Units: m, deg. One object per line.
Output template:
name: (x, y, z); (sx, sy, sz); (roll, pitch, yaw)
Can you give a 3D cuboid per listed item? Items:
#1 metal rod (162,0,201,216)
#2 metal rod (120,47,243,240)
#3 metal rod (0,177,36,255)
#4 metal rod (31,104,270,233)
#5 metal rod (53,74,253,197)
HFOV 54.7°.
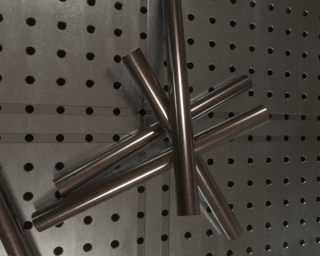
metal rod: (0.022, -0.049, 0.373); (0.025, 0.025, 0.299); (4, 70, -20)
metal rod: (0.038, 0.034, 0.406); (0.025, 0.025, 0.299); (-37, 110, -16)
metal rod: (-0.169, 0.117, 0.350); (0.025, 0.025, 0.298); (-23, 98, -19)
metal rod: (-0.007, 0.046, 0.372); (0.301, 0.025, 0.025); (-25, 99, -4)
metal rod: (0.004, 0.002, 0.415); (0.302, 0.025, 0.025); (-29, 100, -18)
